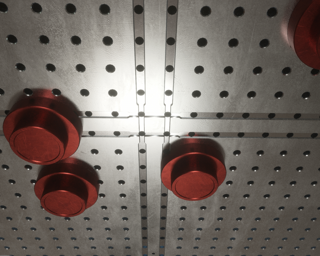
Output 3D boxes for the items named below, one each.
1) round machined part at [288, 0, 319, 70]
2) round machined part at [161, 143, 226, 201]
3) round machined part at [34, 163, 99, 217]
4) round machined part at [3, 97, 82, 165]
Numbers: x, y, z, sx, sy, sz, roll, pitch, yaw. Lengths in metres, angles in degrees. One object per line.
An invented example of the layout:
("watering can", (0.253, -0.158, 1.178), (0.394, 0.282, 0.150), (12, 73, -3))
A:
("round machined part", (0.188, -0.101, 0.317), (0.099, 0.042, 0.097), (-1, 130, 0))
("round machined part", (0.050, 0.072, 0.463), (0.099, 0.042, 0.097), (-1, 130, 0))
("round machined part", (-0.147, 0.104, 0.487), (0.099, 0.042, 0.097), (-1, 130, -1))
("round machined part", (-0.156, 0.011, 0.408), (0.099, 0.042, 0.097), (-1, 130, 0))
